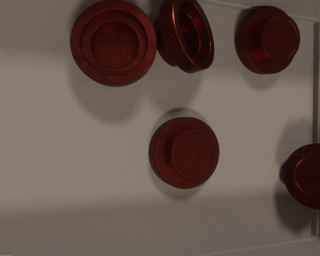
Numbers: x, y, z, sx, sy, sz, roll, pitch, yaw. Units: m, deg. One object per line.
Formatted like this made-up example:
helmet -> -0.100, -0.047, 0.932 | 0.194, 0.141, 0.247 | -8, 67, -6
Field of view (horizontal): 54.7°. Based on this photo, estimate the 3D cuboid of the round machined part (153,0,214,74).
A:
round machined part -> 0.028, -0.117, 0.397 | 0.098, 0.042, 0.098 | 20, 64, -50

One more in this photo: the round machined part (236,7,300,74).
round machined part -> 0.167, -0.130, 0.460 | 0.099, 0.042, 0.097 | -2, 97, -21

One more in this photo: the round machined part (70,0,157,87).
round machined part -> -0.054, -0.098, 0.373 | 0.099, 0.042, 0.097 | 0, 91, -3

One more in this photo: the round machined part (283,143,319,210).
round machined part -> 0.233, 0.071, 0.457 | 0.042, 0.098, 0.097 | 14, 85, -54

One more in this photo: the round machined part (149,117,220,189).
round machined part -> 0.038, 0.034, 0.417 | 0.099, 0.042, 0.097 | 0, 90, -21
